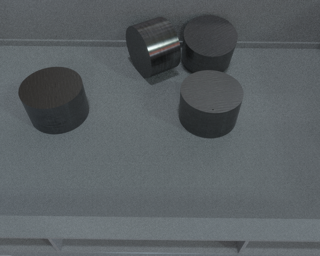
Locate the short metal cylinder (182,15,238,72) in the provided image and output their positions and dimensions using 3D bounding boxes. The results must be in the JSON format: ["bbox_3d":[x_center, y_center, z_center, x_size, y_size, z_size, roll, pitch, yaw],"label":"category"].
[{"bbox_3d":[0.076,-0.128,0.485,0.081,0.050,0.080,0,65,-1],"label":"short metal cylinder"}]

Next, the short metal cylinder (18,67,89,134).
[{"bbox_3d":[-0.141,-0.038,0.420,0.080,0.050,0.080,0,50,0],"label":"short metal cylinder"}]

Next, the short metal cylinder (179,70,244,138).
[{"bbox_3d":[0.067,-0.033,0.417,0.080,0.050,0.080,0,50,0],"label":"short metal cylinder"}]

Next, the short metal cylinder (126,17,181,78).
[{"bbox_3d":[-0.011,-0.122,0.472,0.050,0.080,0.080,-25,55,-19],"label":"short metal cylinder"}]
